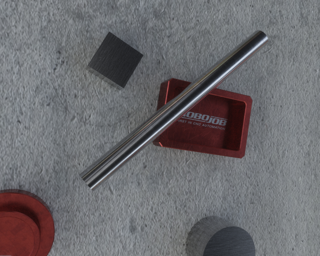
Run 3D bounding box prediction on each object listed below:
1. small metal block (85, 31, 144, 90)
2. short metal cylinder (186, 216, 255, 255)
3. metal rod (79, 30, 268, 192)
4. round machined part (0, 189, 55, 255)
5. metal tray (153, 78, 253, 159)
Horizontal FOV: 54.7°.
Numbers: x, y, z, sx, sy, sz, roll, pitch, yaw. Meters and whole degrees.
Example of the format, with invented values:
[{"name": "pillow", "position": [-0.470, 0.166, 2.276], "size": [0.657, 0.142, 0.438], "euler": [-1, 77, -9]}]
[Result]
[{"name": "small metal block", "position": [-0.057, -0.083, 0.388], "size": [0.050, 0.025, 0.050], "euler": [32, 79, -18]}, {"name": "short metal cylinder", "position": [0.083, 0.168, 0.428], "size": [0.081, 0.050, 0.079], "euler": [0, 90, -21]}, {"name": "metal rod", "position": [0.028, -0.031, 0.388], "size": [0.301, 0.025, 0.025], "euler": [-40, 103, -16]}, {"name": "round machined part", "position": [-0.167, 0.119, 0.339], "size": [0.099, 0.042, 0.097], "euler": [0, 90, -21]}, {"name": "metal tray", "position": [0.060, -0.011, 0.429], "size": [0.131, 0.030, 0.089], "euler": [10, 87, -20]}]
